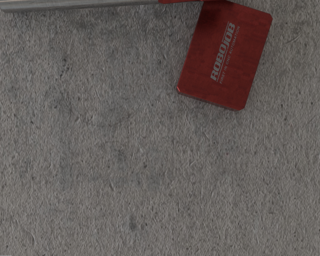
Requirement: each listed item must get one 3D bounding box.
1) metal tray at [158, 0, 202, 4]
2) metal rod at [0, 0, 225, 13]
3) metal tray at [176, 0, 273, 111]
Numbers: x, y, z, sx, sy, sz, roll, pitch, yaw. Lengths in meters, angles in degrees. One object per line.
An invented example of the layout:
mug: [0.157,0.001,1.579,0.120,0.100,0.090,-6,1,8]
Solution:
metal tray: [0.038,-0.194,0.366,0.091,0.030,0.130,-6,47,1]
metal rod: [-0.055,-0.167,0.392,0.302,0.025,0.025,-1,90,6]
metal tray: [0.083,-0.096,0.408,0.090,0.030,0.129,18,90,-1]
